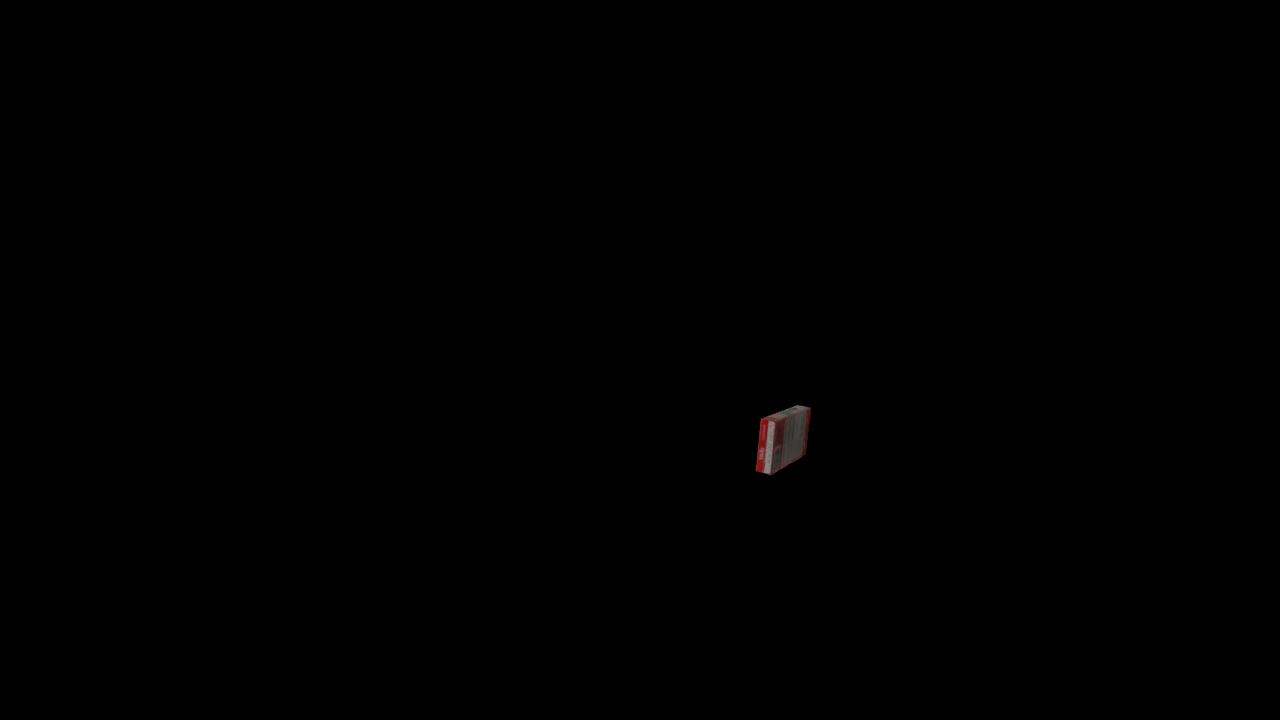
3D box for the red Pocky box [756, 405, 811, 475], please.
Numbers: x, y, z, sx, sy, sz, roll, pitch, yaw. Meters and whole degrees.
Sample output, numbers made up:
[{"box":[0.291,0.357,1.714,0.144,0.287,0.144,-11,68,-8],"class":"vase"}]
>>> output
[{"box":[0.224,0.121,0.952,0.028,0.083,0.155,8,8,33],"class":"red Pocky box"}]
